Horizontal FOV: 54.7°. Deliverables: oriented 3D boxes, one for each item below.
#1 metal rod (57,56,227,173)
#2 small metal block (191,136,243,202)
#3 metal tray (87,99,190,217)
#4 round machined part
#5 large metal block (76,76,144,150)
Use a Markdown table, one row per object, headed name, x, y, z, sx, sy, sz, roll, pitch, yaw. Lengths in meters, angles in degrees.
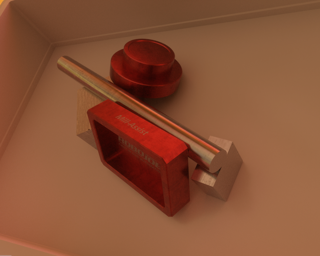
| name | x | y | z | sx | sy | sz | roll | pitch | yaw |
| --- | --- | --- | --- | --- | --- | --- | --- | --- | --- |
| metal rod | -0.045 | -0.033 | 0.381 | 0.300 | 0.025 | 0.025 | 33 | 80 | 38 |
| small metal block | 0.062 | 0.044 | 0.328 | 0.025 | 0.050 | 0.050 | 15 | 70 | 34 |
| metal tray | -0.026 | 0.031 | 0.351 | 0.030 | 0.089 | 0.130 | -34 | 46 | -30 |
| round machined part | -0.017 | -0.087 | 0.420 | 0.099 | 0.042 | 0.098 | 8 | 42 | -7 |
| large metal block | -0.068 | -0.025 | 0.437 | 0.080 | 0.050 | 0.080 | -20 | 54 | 16 |
